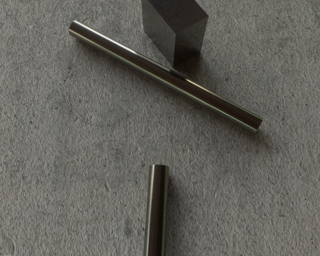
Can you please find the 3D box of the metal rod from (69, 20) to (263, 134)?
[{"bbox_3d":[0.002,-0.075,0.435,0.301,0.025,0.025,30,73,10],"label":"metal rod"}]

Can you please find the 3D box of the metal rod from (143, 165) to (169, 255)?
[{"bbox_3d":[-0.009,0.189,0.338,0.025,0.025,0.299,3,70,1],"label":"metal rod"}]

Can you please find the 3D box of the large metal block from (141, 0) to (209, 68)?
[{"bbox_3d":[0.018,-0.146,0.432,0.050,0.080,0.080,-32,74,-11],"label":"large metal block"}]
